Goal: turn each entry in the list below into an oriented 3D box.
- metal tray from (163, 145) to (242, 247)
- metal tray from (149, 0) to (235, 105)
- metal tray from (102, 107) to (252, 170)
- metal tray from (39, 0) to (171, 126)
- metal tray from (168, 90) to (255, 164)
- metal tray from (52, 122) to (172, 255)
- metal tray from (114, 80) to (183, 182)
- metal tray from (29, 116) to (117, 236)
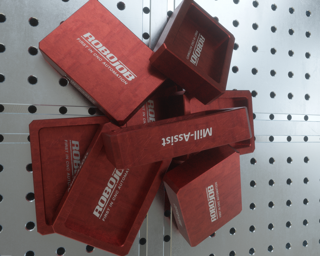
[{"bbox_3d":[0.060,0.087,0.396,0.090,0.030,0.129,-30,133,-17],"label":"metal tray"},{"bbox_3d":[0.047,-0.101,0.391,0.090,0.030,0.130,35,46,-16],"label":"metal tray"},{"bbox_3d":[0.012,0.007,0.314,0.131,0.090,0.030,-12,94,-15],"label":"metal tray"},{"bbox_3d":[-0.063,-0.077,0.369,0.130,0.030,0.090,43,76,1],"label":"metal tray"},{"bbox_3d":[0.074,-0.005,0.417,0.131,0.030,0.090,-5,92,-37],"label":"metal tray"},{"bbox_3d":[-0.053,0.069,0.358,0.090,0.030,0.130,28,81,-18],"label":"metal tray"},{"bbox_3d":[-0.012,0.000,0.405,0.091,0.030,0.129,-5,90,-22],"label":"metal tray"},{"bbox_3d":[-0.103,0.053,0.372,0.091,0.030,0.129,-5,91,-21],"label":"metal tray"}]
